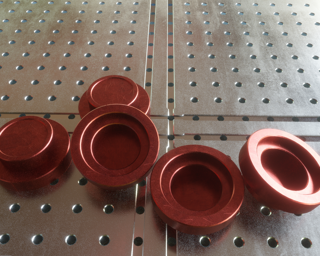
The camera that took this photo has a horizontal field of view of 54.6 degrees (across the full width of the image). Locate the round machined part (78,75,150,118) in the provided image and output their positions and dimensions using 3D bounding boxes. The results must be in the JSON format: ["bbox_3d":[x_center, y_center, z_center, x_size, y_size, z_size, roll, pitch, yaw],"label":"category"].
[{"bbox_3d":[-0.063,-0.035,0.426,0.099,0.042,0.098,0,50,0],"label":"round machined part"}]

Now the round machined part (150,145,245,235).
[{"bbox_3d":[0.039,0.069,0.339,0.099,0.042,0.098,0,50,0],"label":"round machined part"}]

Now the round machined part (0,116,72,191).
[{"bbox_3d":[-0.160,0.023,0.377,0.099,0.042,0.098,0,50,0],"label":"round machined part"}]

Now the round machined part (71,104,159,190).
[{"bbox_3d":[-0.051,0.024,0.364,0.099,0.042,0.098,1,68,-3],"label":"round machined part"}]

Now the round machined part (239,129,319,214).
[{"bbox_3d":[0.132,0.051,0.343,0.099,0.042,0.098,12,45,-12],"label":"round machined part"}]
